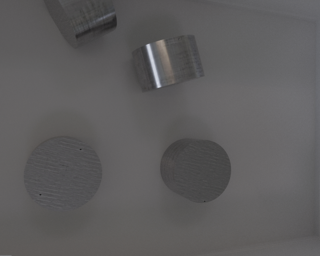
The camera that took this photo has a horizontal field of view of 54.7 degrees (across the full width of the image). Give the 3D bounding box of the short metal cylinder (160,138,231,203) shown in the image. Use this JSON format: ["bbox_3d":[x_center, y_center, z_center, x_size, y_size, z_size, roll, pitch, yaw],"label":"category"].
[{"bbox_3d":[0.047,0.055,0.414,0.081,0.050,0.080,0,90,-20],"label":"short metal cylinder"}]

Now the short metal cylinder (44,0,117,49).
[{"bbox_3d":[-0.092,-0.137,0.347,0.050,0.080,0.080,-33,101,-17],"label":"short metal cylinder"}]

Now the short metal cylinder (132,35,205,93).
[{"bbox_3d":[0.010,-0.078,0.385,0.081,0.080,0.050,-17,96,-19],"label":"short metal cylinder"}]

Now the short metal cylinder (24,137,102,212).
[{"bbox_3d":[-0.111,0.050,0.356,0.081,0.050,0.080,0,90,-20],"label":"short metal cylinder"}]
